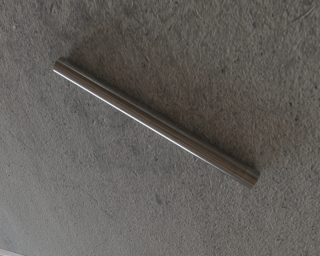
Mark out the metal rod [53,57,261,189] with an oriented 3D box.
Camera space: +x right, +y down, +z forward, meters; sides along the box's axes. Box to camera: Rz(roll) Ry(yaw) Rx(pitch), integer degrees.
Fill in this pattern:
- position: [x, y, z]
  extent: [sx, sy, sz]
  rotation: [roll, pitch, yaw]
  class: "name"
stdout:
- position: [-0.010, -0.011, 0.405]
  extent: [0.301, 0.025, 0.025]
  rotation: [31, 128, 8]
  class: "metal rod"
